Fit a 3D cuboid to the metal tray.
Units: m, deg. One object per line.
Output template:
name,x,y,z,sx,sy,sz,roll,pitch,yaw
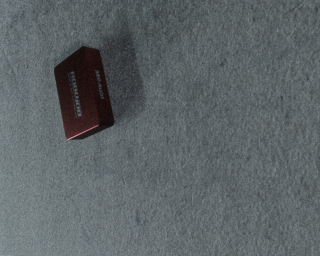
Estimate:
metal tray,-0.126,-0.054,0.502,0.090,0.030,0.129,-22,77,37
